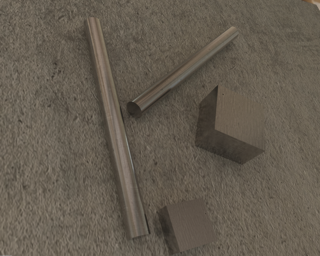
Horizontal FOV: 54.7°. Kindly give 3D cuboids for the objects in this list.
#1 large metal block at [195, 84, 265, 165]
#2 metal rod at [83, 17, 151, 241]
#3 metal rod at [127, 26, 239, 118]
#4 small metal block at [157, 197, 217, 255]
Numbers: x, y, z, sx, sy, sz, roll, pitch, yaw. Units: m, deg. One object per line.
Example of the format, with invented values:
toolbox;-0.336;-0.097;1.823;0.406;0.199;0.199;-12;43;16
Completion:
large metal block;0.102;-0.004;0.447;0.080;0.050;0.080;23;53;-15
metal rod;-0.059;-0.018;0.383;0.025;0.025;0.299;-2;63;-29
metal rod;0.053;-0.102;0.496;0.025;0.025;0.302;45;51;3
small metal block;0.030;0.112;0.354;0.050;0.025;0.050;-4;64;-30
